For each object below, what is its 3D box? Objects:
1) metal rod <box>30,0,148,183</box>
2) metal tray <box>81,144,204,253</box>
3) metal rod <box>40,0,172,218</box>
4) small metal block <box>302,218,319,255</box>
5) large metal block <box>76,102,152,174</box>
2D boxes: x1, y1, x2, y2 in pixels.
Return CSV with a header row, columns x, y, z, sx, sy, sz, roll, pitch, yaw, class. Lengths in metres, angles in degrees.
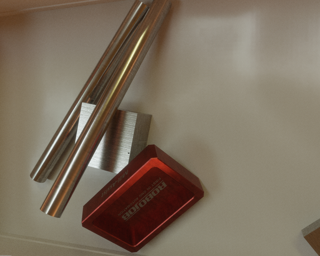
x,y,z,sx,sy,sz,roll,pitch,yaw,class
-0.104,-0.045,0.445,0.025,0.025,0.299,38,102,16,metal rod
-0.022,0.092,0.388,0.130,0.030,0.090,-44,116,14,metal tray
-0.060,-0.035,0.380,0.025,0.025,0.299,22,78,18,metal rod
0.196,0.124,0.342,0.050,0.025,0.050,-40,78,15,small metal block
-0.064,0.013,0.419,0.080,0.050,0.079,12,94,19,large metal block
